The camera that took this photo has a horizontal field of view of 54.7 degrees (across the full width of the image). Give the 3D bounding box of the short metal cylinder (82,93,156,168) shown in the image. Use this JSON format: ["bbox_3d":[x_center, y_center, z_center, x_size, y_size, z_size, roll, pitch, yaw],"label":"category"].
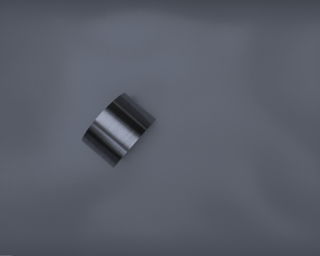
[{"bbox_3d":[-0.050,0.003,0.383,0.050,0.080,0.080,41,90,-1],"label":"short metal cylinder"}]
